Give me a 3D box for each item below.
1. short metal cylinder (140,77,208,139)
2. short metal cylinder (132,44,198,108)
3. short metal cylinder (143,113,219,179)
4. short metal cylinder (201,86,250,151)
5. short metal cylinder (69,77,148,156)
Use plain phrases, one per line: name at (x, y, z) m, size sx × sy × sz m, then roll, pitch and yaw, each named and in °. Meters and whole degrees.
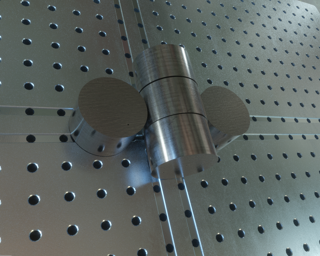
short metal cylinder at (0.015, -0.021, 0.395) m, size 0.081 × 0.080 × 0.050 m, roll 2°, pitch 61°, yaw -28°
short metal cylinder at (0.006, -0.066, 0.417) m, size 0.081 × 0.080 × 0.050 m, roll 3°, pitch 61°, yaw -27°
short metal cylinder at (0.024, 0.024, 0.372) m, size 0.081 × 0.080 × 0.050 m, roll 1°, pitch 61°, yaw -28°
short metal cylinder at (0.081, -0.013, 0.445) m, size 0.081 × 0.050 × 0.080 m, roll 14°, pitch 56°, yaw -21°
short metal cylinder at (-0.062, -0.013, 0.367) m, size 0.081 × 0.050 × 0.080 m, roll 14°, pitch 56°, yaw -21°
